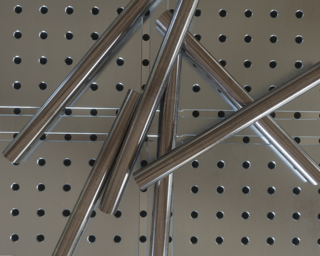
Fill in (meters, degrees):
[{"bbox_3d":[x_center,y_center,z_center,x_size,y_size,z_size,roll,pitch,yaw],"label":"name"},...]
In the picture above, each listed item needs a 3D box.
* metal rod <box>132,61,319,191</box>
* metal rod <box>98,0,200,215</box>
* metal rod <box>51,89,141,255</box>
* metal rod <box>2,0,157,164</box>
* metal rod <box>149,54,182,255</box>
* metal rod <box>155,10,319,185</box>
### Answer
[{"bbox_3d":[0.101,-0.010,0.387,0.301,0.025,0.025,-31,90,0],"label":"metal rod"},{"bbox_3d":[-0.015,-0.029,0.396,0.025,0.025,0.299,22,97,0],"label":"metal rod"},{"bbox_3d":[-0.093,0.089,0.412,0.025,0.025,0.299,25,90,0],"label":"metal rod"},{"bbox_3d":[-0.101,-0.075,0.412,0.025,0.025,0.300,40,90,0],"label":"metal rod"},{"bbox_3d":[0.007,0.051,0.413,0.025,0.025,0.298,4,90,0],"label":"metal rod"},{"bbox_3d":[0.107,-0.040,0.413,0.025,0.025,0.300,-44,90,0],"label":"metal rod"}]
